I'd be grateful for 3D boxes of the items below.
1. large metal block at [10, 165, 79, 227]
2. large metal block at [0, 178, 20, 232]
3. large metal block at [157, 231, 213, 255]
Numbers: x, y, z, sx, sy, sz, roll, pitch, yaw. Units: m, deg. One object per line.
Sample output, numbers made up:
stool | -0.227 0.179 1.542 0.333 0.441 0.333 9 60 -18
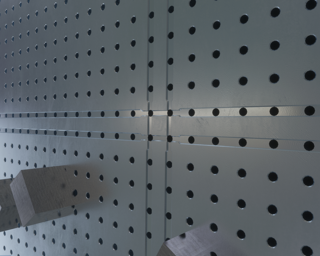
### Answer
large metal block | -0.202 0.116 0.542 0.050 0.081 0.080 -44 64 31
large metal block | -0.349 0.170 0.684 0.080 0.050 0.080 44 116 31
large metal block | 0.031 0.187 0.368 0.080 0.050 0.080 38 113 33
